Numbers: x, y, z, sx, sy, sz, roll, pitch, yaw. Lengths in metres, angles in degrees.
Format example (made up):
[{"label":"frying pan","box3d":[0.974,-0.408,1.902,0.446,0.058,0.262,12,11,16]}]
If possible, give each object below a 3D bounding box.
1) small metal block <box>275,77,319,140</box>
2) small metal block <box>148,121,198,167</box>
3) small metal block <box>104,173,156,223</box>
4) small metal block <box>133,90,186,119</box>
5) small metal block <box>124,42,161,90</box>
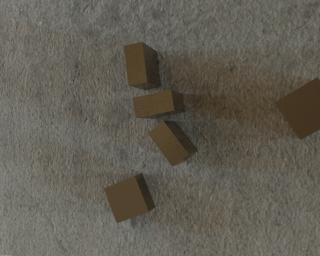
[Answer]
[{"label":"small metal block","box3d":[0.167,-0.021,0.350,0.050,0.025,0.050,-33,80,16]},{"label":"small metal block","box3d":[0.018,0.018,0.389,0.025,0.050,0.050,-40,78,15]},{"label":"small metal block","box3d":[-0.041,0.095,0.423,0.050,0.025,0.050,-25,82,18]},{"label":"small metal block","box3d":[0.000,-0.029,0.395,0.050,0.050,0.025,-10,87,19]},{"label":"small metal block","box3d":[-0.022,-0.079,0.402,0.025,0.050,0.050,-8,88,19]}]
